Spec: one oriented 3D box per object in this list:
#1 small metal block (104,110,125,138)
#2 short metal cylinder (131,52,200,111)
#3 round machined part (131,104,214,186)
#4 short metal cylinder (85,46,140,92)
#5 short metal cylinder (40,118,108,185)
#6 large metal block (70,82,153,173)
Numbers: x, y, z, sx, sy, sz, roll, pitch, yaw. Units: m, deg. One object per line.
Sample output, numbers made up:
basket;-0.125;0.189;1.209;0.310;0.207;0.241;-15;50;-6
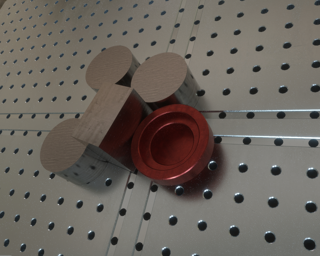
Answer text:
small metal block;-0.073;-0.013;0.454;0.050;0.025;0.050;16;70;34
short metal cylinder;0.008;-0.055;0.422;0.080;0.050;0.080;-13;56;21
round machined part;0.018;0.023;0.374;0.098;0.042;0.098;-13;56;21
short metal cylinder;-0.066;-0.079;0.475;0.080;0.050;0.080;-13;56;21
short metal cylinder;-0.118;0.033;0.434;0.080;0.050;0.080;-13;56;21
large metal block;-0.052;0.000;0.397;0.050;0.080;0.080;17;71;35
